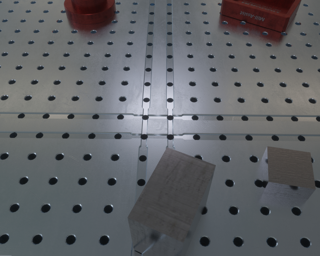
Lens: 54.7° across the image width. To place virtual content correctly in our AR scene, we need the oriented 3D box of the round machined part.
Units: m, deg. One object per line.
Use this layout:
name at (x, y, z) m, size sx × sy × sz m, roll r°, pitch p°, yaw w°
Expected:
round machined part at (-0.137, -0.247, 0.603) m, size 0.099 × 0.042 × 0.098 m, roll 0°, pitch 50°, yaw 0°

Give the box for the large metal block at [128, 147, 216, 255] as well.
large metal block at (0.013, 0.080, 0.305) m, size 0.050 × 0.080 × 0.080 m, roll 20°, pitch 53°, yaw 16°

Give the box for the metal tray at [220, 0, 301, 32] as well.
metal tray at (0.197, -0.239, 0.606) m, size 0.130 × 0.030 × 0.090 m, roll 25°, pitch 54°, yaw 19°

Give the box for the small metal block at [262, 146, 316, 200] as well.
small metal block at (0.149, 0.052, 0.365) m, size 0.050 × 0.025 × 0.050 m, roll 8°, pitch 51°, yaw 7°
